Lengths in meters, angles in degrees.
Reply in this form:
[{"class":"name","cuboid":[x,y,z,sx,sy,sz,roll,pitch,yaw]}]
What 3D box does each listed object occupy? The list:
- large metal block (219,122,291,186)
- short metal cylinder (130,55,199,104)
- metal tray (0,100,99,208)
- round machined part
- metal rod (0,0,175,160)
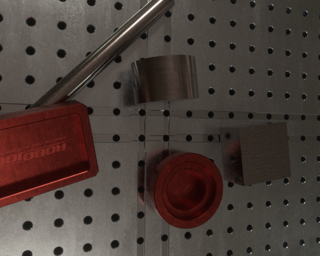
[{"class":"large metal block","cuboid":[0.138,0.035,0.452,0.081,0.050,0.079,-7,92,-20]},{"class":"short metal cylinder","cuboid":[0.006,-0.058,0.387,0.081,0.080,0.050,-7,93,-20]},{"class":"metal tray","cuboid":[-0.140,0.027,0.337,0.131,0.030,0.089,-16,110,-28]},{"class":"round machined part","cuboid":[0.032,0.081,0.417,0.099,0.042,0.097,0,90,-21]},{"class":"metal rod","cuboid":[-0.090,-0.069,0.379,0.301,0.025,0.025,-46,105,-14]}]
